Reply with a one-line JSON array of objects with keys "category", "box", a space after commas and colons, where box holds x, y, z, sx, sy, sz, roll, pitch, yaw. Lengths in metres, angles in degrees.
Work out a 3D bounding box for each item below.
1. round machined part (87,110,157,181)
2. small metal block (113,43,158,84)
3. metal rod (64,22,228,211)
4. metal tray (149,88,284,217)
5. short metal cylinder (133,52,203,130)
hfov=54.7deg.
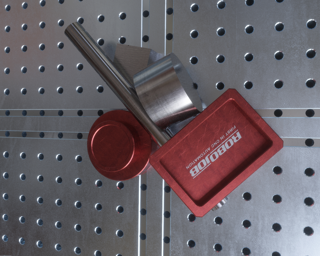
[{"category": "round machined part", "box": [-0.058, 0.023, 0.422, 0.098, 0.042, 0.097, 0, 90, 19]}, {"category": "small metal block", "box": [-0.036, -0.085, 0.425, 0.050, 0.025, 0.050, 14, 95, 19]}, {"category": "metal rod", "box": [-0.021, -0.018, 0.401, 0.025, 0.025, 0.300, -41, 85, 15]}, {"category": "metal tray", "box": [0.064, 0.028, 0.364, 0.130, 0.030, 0.090, -41, 85, -1]}, {"category": "short metal cylinder", "box": [0.011, -0.044, 0.378, 0.050, 0.080, 0.080, -26, 82, 18]}]
